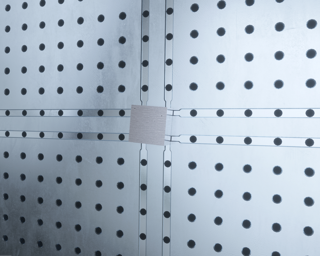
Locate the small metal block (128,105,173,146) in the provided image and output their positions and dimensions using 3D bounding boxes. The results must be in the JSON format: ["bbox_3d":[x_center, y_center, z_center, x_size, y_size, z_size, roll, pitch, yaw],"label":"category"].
[{"bbox_3d":[-0.012,-0.004,0.416,0.050,0.025,0.050,5,92,19],"label":"small metal block"}]
